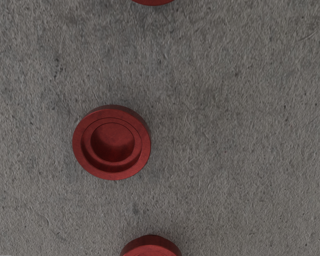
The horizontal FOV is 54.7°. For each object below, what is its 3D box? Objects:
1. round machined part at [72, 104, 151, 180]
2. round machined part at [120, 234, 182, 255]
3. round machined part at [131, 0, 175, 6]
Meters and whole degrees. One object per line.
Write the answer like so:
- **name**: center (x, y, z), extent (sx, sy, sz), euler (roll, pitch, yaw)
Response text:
- **round machined part**: center (-0.060, 0.016, 0.406), extent (0.099, 0.042, 0.097), euler (0, 110, 0)
- **round machined part**: center (-0.014, 0.205, 0.476), extent (0.099, 0.042, 0.097), euler (0, 110, 0)
- **round machined part**: center (-0.008, -0.183, 0.333), extent (0.099, 0.042, 0.097), euler (0, 110, 0)
